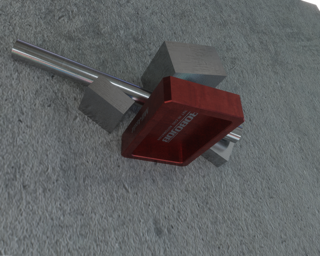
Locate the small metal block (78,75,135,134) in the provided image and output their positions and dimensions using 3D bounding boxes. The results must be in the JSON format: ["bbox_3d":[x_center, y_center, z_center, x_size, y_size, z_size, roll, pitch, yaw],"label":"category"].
[{"bbox_3d":[-0.065,-0.027,0.371,0.050,0.050,0.025,38,51,-3],"label":"small metal block"}]

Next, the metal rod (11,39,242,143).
[{"bbox_3d":[-0.033,-0.043,0.397,0.302,0.025,0.025,20,54,-10],"label":"metal rod"}]

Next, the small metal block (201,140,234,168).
[{"bbox_3d":[0.075,0.019,0.437,0.050,0.025,0.050,36,51,-5],"label":"small metal block"}]

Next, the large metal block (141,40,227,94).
[{"bbox_3d":[0.030,-0.071,0.430,0.081,0.080,0.050,-2,63,-30],"label":"large metal block"}]

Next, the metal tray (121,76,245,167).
[{"bbox_3d":[0.019,0.001,0.350,0.091,0.129,0.030,12,57,-22],"label":"metal tray"}]
